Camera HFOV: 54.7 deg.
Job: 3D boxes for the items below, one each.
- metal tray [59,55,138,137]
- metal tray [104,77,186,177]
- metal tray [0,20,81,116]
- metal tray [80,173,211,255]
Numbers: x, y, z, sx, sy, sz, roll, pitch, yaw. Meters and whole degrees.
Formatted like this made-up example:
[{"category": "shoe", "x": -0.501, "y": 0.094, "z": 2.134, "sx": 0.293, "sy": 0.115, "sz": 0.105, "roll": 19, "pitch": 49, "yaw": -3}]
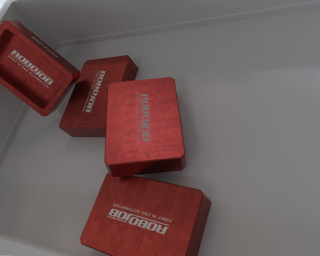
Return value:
[{"category": "metal tray", "x": -0.094, "y": -0.050, "z": 0.483, "sx": 0.090, "sy": 0.030, "sz": 0.130, "roll": 0, "pitch": 61, "yaw": 27}, {"category": "metal tray", "x": -0.020, "y": -0.006, "z": 0.392, "sx": 0.091, "sy": 0.030, "sz": 0.130, "roll": -6, "pitch": 52, "yaw": 0}, {"category": "metal tray", "x": -0.203, "y": -0.092, "z": 0.485, "sx": 0.090, "sy": 0.130, "sz": 0.030, "roll": -48, "pitch": 8, "yaw": 20}, {"category": "metal tray", "x": -0.018, "y": 0.105, "z": 0.348, "sx": 0.130, "sy": 0.030, "sz": 0.090, "roll": 6, "pitch": 65, "yaw": 31}]
